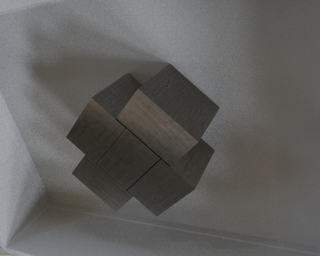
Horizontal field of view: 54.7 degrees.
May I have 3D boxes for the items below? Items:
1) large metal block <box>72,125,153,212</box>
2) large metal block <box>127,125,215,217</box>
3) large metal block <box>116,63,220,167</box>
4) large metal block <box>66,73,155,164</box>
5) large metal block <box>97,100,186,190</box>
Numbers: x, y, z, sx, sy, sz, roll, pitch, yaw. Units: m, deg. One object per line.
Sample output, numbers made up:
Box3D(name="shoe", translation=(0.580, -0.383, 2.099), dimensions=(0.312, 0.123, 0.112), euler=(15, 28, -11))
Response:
Box3D(name="large metal block", translation=(-0.060, 0.055, 0.436), dimensions=(0.080, 0.080, 0.050), euler=(42, 129, -1))
Box3D(name="large metal block", translation=(0.015, 0.054, 0.397), dimensions=(0.050, 0.080, 0.080), euler=(42, 129, -1))
Box3D(name="large metal block", translation=(0.012, -0.017, 0.354), dimensions=(0.080, 0.080, 0.050), euler=(42, 129, -1))
Box3D(name="large metal block", translation=(-0.061, -0.013, 0.394), dimensions=(0.050, 0.080, 0.080), euler=(42, 129, -1))
Box3D(name="large metal block", translation=(-0.023, 0.020, 0.395), dimensions=(0.050, 0.080, 0.080), euler=(42, 129, -1))
